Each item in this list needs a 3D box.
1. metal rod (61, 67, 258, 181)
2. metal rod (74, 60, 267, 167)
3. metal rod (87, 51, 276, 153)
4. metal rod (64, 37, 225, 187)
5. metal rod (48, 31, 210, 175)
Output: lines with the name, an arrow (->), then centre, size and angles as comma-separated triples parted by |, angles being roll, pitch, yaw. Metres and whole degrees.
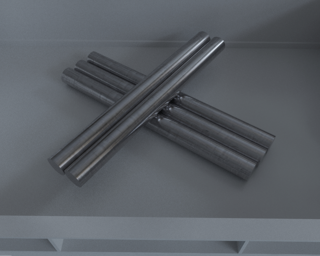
metal rod -> -0.016, -0.014, 0.415 | 0.300, 0.025, 0.025 | 28, 55, 21
metal rod -> 0.000, -0.029, 0.427 | 0.300, 0.025, 0.025 | 28, 55, 21
metal rod -> 0.015, -0.045, 0.441 | 0.300, 0.025, 0.025 | 28, 56, 21
metal rod -> -0.001, -0.038, 0.403 | 0.025, 0.025, 0.301 | 30, 56, 23
metal rod -> -0.022, -0.050, 0.412 | 0.025, 0.025, 0.301 | 30, 56, 23
